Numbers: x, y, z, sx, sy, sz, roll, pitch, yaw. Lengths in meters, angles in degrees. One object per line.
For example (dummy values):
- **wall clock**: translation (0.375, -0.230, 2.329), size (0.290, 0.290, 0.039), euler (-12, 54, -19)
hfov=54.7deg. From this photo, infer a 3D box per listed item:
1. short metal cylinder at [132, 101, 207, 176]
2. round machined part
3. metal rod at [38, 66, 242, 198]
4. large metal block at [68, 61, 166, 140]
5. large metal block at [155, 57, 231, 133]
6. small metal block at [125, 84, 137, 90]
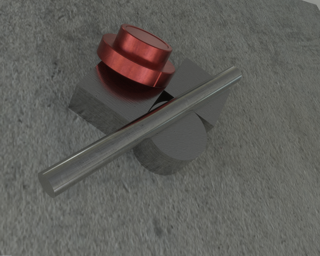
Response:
- **short metal cylinder**: translation (0.011, 0.013, 0.388), size (0.081, 0.050, 0.080), euler (14, 56, -21)
- **round machined part**: translation (-0.024, -0.094, 0.383), size (0.099, 0.042, 0.098), euler (24, 25, -12)
- **metal rod**: translation (0.005, -0.014, 0.354), size (0.302, 0.025, 0.025), euler (-32, 80, -38)
- **large metal block**: translation (-0.052, -0.039, 0.385), size (0.080, 0.050, 0.080), euler (36, 51, -4)
- **large metal block**: translation (0.043, -0.040, 0.439), size (0.080, 0.050, 0.080), euler (36, 51, -5)
- **small metal block**: translation (-0.018, -0.068, 0.438), size (0.050, 0.025, 0.050), euler (37, 51, -4)
